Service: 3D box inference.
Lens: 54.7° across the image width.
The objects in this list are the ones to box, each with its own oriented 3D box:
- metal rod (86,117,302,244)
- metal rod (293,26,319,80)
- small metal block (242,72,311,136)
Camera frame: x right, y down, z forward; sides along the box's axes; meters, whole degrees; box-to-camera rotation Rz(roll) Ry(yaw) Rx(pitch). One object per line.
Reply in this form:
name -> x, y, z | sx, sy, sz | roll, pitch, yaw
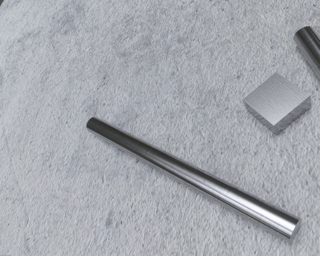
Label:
metal rod -> 0.012, 0.044, 0.370 | 0.300, 0.025, 0.025 | 24, 75, 36
metal rod -> 0.202, 0.005, 0.294 | 0.025, 0.025, 0.299 | -23, 53, 14
small metal block -> 0.132, -0.028, 0.352 | 0.050, 0.025, 0.050 | -40, 51, 1
